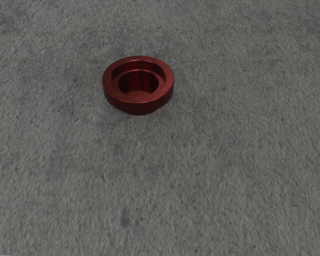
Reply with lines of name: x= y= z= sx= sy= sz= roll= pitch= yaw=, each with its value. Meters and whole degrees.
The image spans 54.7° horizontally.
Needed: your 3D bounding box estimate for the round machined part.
round machined part: x=-0.030 y=-0.056 z=0.439 sx=0.099 sy=0.042 sz=0.098 roll=0 pitch=50 yaw=0
